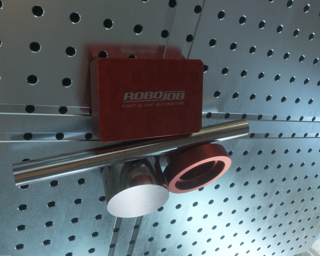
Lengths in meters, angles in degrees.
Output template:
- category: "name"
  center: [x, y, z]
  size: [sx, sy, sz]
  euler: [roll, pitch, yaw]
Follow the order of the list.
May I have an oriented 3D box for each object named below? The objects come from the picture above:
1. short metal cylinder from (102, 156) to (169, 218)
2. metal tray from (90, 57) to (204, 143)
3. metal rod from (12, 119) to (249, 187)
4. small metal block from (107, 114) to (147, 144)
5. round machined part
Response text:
- category: "short metal cylinder"
  center: [-0.033, 0.076, 0.410]
  size: [0.081, 0.050, 0.080]
  euler: [-11, 140, -9]
- category: "metal tray"
  center: [-0.012, -0.035, 0.363]
  size: [0.131, 0.030, 0.089]
  euler: [-5, 102, -27]
- category: "metal rod"
  center: [-0.016, 0.024, 0.385]
  size: [0.303, 0.025, 0.025]
  euler: [-11, 123, -23]
- category: "small metal block"
  center: [-0.035, 0.015, 0.414]
  size: [0.050, 0.025, 0.050]
  euler: [19, 108, -36]
- category: "round machined part"
  center: [0.049, 0.051, 0.445]
  size: [0.099, 0.042, 0.098]
  euler: [-18, 148, -12]
